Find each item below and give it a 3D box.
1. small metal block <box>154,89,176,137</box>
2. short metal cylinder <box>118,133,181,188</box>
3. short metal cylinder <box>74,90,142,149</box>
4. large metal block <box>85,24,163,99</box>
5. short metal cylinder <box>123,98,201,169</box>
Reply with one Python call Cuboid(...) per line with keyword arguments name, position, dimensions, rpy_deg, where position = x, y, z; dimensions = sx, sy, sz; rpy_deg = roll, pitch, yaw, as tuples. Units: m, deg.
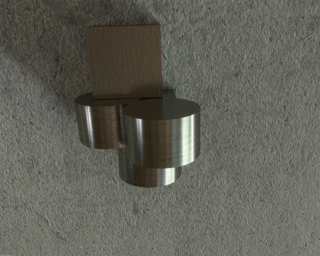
Cuboid(name="small metal block", position=(0.006, -0.020, 0.393), dimensions=(0.025, 0.050, 0.050), rpy_deg=(1, 110, -1))
Cuboid(name="short metal cylinder", position=(-0.013, 0.033, 0.394), dimensions=(0.081, 0.080, 0.050), rpy_deg=(0, 110, 0))
Cuboid(name="short metal cylinder", position=(-0.059, -0.013, 0.377), dimensions=(0.080, 0.080, 0.050), rpy_deg=(-2, 110, 0))
Cuboid(name="large metal block", position=(-0.039, -0.080, 0.368), dimensions=(0.080, 0.050, 0.079), rpy_deg=(-2, 110, 0))
Cuboid(name="short metal cylinder", position=(0.003, 0.002, 0.330), dimensions=(0.080, 0.080, 0.050), rpy_deg=(-2, 110, 0))
